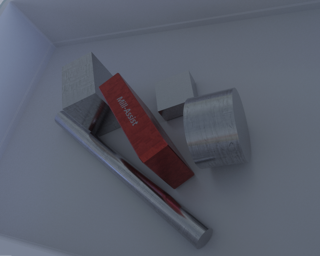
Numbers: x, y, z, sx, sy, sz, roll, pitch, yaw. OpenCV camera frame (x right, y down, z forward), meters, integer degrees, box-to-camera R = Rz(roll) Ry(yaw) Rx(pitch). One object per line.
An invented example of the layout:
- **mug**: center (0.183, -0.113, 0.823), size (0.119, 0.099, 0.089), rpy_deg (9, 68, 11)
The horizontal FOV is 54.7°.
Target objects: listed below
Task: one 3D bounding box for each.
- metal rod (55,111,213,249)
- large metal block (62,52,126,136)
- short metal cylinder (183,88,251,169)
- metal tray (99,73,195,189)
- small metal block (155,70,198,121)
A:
- **metal rod**: center (-0.055, 0.048, 0.402), size (0.300, 0.025, 0.025), rpy_deg (32, 80, 37)
- **large metal block**: center (-0.094, -0.047, 0.444), size (0.050, 0.080, 0.080), rpy_deg (-24, 53, 14)
- **short metal cylinder**: center (0.063, 0.001, 0.334), size (0.050, 0.080, 0.080), rpy_deg (-11, 57, 23)
- **metal tray**: center (-0.017, 0.002, 0.367), size (0.030, 0.090, 0.130), rpy_deg (-37, 51, 3)
- **small metal block**: center (0.023, -0.044, 0.416), size (0.050, 0.025, 0.050), rpy_deg (-18, 55, 17)
